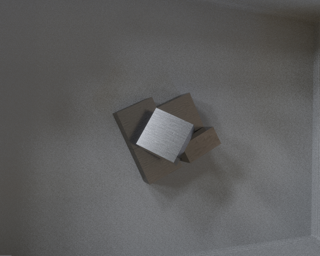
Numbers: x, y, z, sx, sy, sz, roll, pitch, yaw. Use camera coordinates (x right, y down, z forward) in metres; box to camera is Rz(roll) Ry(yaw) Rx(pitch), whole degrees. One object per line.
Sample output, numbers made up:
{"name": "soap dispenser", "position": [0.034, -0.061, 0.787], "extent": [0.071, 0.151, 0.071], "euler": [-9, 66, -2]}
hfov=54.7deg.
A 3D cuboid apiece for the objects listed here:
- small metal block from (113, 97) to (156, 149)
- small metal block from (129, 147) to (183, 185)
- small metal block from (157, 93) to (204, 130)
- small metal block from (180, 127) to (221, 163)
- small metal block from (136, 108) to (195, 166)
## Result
{"name": "small metal block", "position": [-0.026, -0.006, 0.400], "extent": [0.050, 0.025, 0.050], "euler": [-26, 99, -18]}
{"name": "small metal block", "position": [-0.006, 0.039, 0.408], "extent": [0.050, 0.025, 0.050], "euler": [-26, 99, -18]}
{"name": "small metal block", "position": [0.024, -0.014, 0.419], "extent": [0.050, 0.025, 0.050], "euler": [-26, 99, -18]}
{"name": "small metal block", "position": [0.044, 0.021, 0.413], "extent": [0.050, 0.050, 0.025], "euler": [-30, 100, -19]}
{"name": "small metal block", "position": [0.008, 0.011, 0.373], "extent": [0.050, 0.025, 0.050], "euler": [25, 79, 16]}
